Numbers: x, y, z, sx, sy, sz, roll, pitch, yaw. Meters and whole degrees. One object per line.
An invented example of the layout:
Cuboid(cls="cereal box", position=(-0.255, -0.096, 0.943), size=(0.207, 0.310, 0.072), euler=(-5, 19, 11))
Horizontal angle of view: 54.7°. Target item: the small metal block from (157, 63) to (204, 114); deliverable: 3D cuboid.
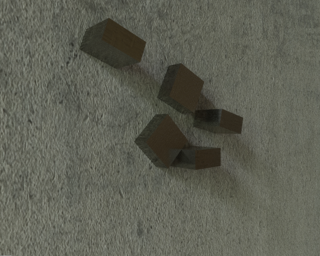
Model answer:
Cuboid(cls="small metal block", position=(0.030, -0.054, 0.429), size=(0.050, 0.025, 0.050), euler=(30, 71, -36))

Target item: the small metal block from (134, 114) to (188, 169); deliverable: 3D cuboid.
Cuboid(cls="small metal block", position=(0.002, 0.017, 0.406), size=(0.050, 0.025, 0.050), euler=(52, 60, -27))

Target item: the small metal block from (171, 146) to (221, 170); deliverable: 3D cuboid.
Cuboid(cls="small metal block", position=(0.048, 0.040, 0.428), size=(0.050, 0.050, 0.025), euler=(-2, 92, -40))

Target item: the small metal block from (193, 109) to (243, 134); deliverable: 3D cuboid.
Cuboid(cls="small metal block", position=(0.086, -0.009, 0.460), size=(0.050, 0.050, 0.025), euler=(17, 80, -39))

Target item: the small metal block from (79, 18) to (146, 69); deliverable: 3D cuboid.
Cuboid(cls="small metal block", position=(-0.053, -0.092, 0.344), size=(0.050, 0.050, 0.025), euler=(24, 75, -38))
